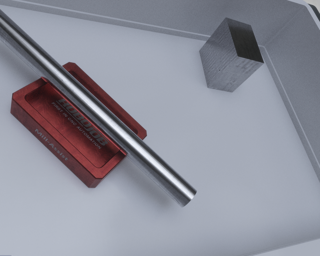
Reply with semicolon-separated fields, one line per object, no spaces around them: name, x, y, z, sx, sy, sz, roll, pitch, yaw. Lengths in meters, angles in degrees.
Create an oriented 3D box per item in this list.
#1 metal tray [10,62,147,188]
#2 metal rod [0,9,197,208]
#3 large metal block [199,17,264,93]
metal tray;-0.091;-0.007;0.358;0.130;0.030;0.090;44;51;1
metal rod;-0.079;-0.025;0.339;0.300;0.025;0.025;43;51;1
large metal block;0.113;-0.116;0.505;0.050;0.080;0.080;7;59;-25
